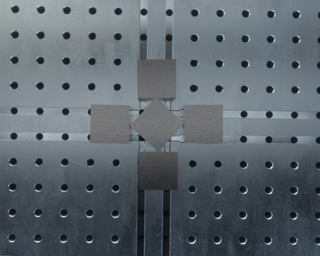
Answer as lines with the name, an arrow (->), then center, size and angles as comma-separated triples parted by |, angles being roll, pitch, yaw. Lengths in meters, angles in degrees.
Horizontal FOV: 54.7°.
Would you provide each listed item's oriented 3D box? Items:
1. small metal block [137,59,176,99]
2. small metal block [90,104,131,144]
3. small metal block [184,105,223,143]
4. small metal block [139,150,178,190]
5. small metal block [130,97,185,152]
small metal block -> -0.004, -0.064, 0.413 | 0.050, 0.025, 0.050 | -1, 90, -1
small metal block -> -0.065, -0.005, 0.412 | 0.050, 0.025, 0.050 | 1, 90, -1
small metal block -> 0.057, -0.005, 0.414 | 0.050, 0.025, 0.050 | 0, 90, -1
small metal block -> -0.002, 0.056, 0.413 | 0.050, 0.025, 0.050 | 0, 90, -1
small metal block -> -0.004, -0.005, 0.413 | 0.050, 0.025, 0.050 | 42, 90, -1
